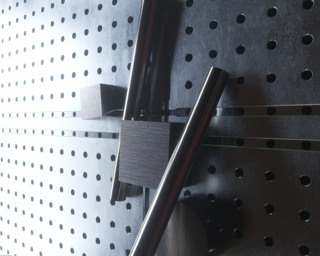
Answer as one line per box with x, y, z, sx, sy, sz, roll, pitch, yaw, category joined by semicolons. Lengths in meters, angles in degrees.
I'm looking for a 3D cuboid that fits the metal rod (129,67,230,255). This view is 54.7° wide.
0.008;0.072;0.338;0.025;0.025;0.299;19;82;38;metal rod

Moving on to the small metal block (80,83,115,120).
-0.100;-0.040;0.489;0.050;0.025;0.050;-7;86;39;small metal block

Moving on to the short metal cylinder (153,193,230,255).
0.034;0.121;0.363;0.080;0.050;0.079;0;90;39;short metal cylinder

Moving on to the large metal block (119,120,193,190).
-0.005;0.031;0.395;0.080;0.050;0.079;4;93;39;large metal block

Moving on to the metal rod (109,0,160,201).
-0.036;-0.041;0.436;0.025;0.025;0.298;17;101;38;metal rod
